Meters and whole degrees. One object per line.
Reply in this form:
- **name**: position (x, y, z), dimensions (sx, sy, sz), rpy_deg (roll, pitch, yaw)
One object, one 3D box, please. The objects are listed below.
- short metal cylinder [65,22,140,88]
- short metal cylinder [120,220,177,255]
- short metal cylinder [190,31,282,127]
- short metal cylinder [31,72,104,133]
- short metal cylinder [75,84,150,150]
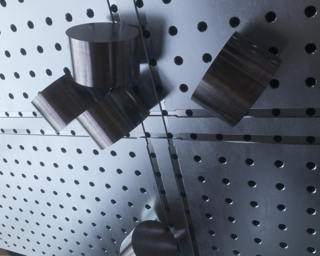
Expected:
- **short metal cylinder**: position (-0.063, -0.086, 0.354), dimensions (0.080, 0.080, 0.050), rpy_deg (15, 125, 19)
- **short metal cylinder**: position (-0.019, 0.200, 0.508), dimensions (0.080, 0.080, 0.050), rpy_deg (37, 129, 3)
- **short metal cylinder**: position (0.074, -0.047, 0.307), dimensions (0.050, 0.080, 0.079), rpy_deg (34, 129, 5)
- **short metal cylinder**: position (-0.122, -0.037, 0.415), dimensions (0.080, 0.080, 0.050), rpy_deg (-31, 102, 37)
- **short metal cylinder**: position (-0.059, -0.016, 0.395), dimensions (0.080, 0.080, 0.050), rpy_deg (-29, 103, 37)
